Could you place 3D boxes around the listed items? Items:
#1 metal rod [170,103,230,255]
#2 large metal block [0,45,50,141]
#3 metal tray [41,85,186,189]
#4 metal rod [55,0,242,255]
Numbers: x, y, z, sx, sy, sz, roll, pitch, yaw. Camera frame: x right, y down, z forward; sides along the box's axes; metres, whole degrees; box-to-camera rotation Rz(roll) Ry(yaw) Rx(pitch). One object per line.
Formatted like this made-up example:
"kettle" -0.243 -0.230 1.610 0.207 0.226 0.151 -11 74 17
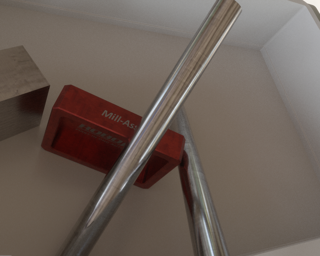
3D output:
"metal rod" 0.031 0.045 0.307 0.025 0.025 0.300 23 24 -15
"large metal block" -0.162 -0.026 0.299 0.081 0.080 0.050 -29 78 -38
"metal tray" -0.051 0.016 0.327 0.131 0.090 0.030 24 53 -14
"metal rod" -0.017 0.016 0.275 0.025 0.025 0.299 32 89 -8
